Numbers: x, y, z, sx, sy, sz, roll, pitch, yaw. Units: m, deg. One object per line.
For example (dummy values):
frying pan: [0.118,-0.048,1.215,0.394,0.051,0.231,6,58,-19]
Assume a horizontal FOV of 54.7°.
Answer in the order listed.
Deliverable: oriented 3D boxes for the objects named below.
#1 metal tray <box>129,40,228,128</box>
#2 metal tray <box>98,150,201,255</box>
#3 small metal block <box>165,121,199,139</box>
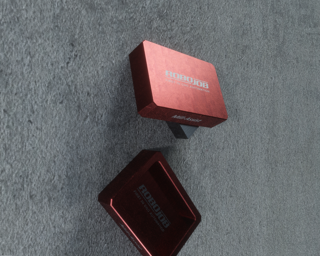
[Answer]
metal tray: [0.027,-0.053,0.402,0.131,0.030,0.090,8,62,-39]
metal tray: [-0.007,0.103,0.395,0.090,0.030,0.130,-46,118,-30]
small metal block: [0.033,-0.020,0.433,0.050,0.025,0.050,-47,118,-30]
